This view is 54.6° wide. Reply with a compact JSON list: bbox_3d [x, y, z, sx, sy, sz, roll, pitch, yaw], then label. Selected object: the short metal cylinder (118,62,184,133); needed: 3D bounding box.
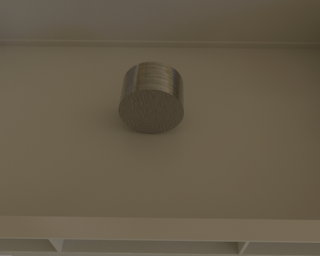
[{"bbox_3d":[-0.010,-0.038,0.397,0.080,0.080,0.050,1,50,1],"label":"short metal cylinder"}]
